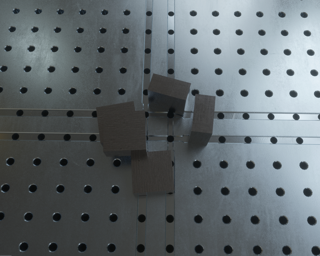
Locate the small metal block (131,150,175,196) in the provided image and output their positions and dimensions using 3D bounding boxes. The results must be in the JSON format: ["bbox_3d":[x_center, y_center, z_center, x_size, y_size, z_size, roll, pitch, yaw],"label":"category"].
[{"bbox_3d":[-0.009,0.057,0.391,0.050,0.025,0.050,-4,70,-2],"label":"small metal block"}]

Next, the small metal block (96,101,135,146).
[{"bbox_3d":[-0.055,-0.004,0.413,0.050,0.025,0.050,-10,70,-4],"label":"small metal block"}]

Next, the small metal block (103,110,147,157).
[{"bbox_3d":[-0.042,0.007,0.382,0.050,0.025,0.050,-2,70,-1],"label":"small metal block"}]

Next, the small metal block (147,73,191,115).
[{"bbox_3d":[0.012,-0.044,0.415,0.050,0.050,0.025,16,71,6],"label":"small metal block"}]

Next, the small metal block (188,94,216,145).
[{"bbox_3d":[0.054,-0.010,0.402,0.025,0.050,0.050,7,70,3],"label":"small metal block"}]
